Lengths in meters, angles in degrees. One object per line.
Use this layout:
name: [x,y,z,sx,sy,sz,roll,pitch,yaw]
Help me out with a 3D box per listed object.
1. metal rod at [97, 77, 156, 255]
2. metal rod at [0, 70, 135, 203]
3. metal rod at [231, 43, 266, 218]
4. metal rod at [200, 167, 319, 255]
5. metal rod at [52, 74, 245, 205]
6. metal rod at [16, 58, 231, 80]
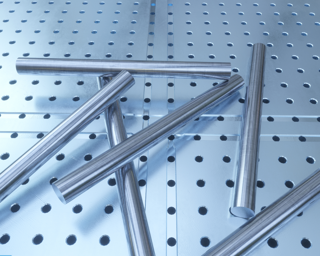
metal rod: [-0.048,0.030,0.382,0.025,0.025,0.300,-11,51,-9]
metal rod: [-0.139,0.029,0.363,0.025,0.025,0.301,33,63,24]
metal rod: [0.127,-0.021,0.425,0.025,0.025,0.300,11,51,9]
metal rod: [0.139,0.085,0.336,0.302,0.025,0.025,-27,55,-21]
metal rod: [0.008,-0.002,0.386,0.302,0.025,0.025,-32,57,-32]
metal rod: [-0.052,-0.085,0.445,0.302,0.025,0.025,2,50,1]
